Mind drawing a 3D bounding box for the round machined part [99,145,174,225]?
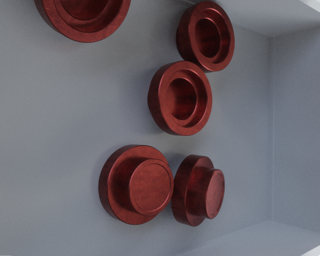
[{"bbox_3d":[-0.021,0.070,0.380,0.099,0.042,0.097,0,90,-40],"label":"round machined part"}]

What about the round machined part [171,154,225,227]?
[{"bbox_3d":[0.058,0.088,0.428,0.099,0.042,0.097,-15,107,-57],"label":"round machined part"}]

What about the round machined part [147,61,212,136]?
[{"bbox_3d":[0.022,-0.038,0.416,0.099,0.042,0.097,0,90,-40],"label":"round machined part"}]

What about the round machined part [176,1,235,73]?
[{"bbox_3d":[0.061,-0.129,0.449,0.099,0.042,0.097,0,90,-40],"label":"round machined part"}]

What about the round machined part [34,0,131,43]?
[{"bbox_3d":[-0.081,-0.140,0.313,0.099,0.042,0.097,-26,133,-32],"label":"round machined part"}]
